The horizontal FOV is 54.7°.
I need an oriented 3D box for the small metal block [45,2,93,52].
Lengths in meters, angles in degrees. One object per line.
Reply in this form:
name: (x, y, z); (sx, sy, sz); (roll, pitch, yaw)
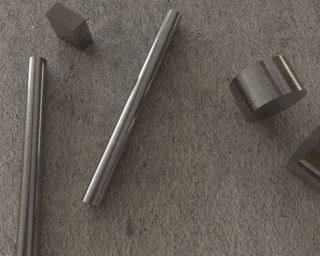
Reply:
small metal block: (-0.129, -0.145, 0.447); (0.050, 0.050, 0.025); (33, 74, 11)

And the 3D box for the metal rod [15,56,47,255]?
metal rod: (-0.161, 0.045, 0.390); (0.025, 0.025, 0.299); (-5, 70, -2)

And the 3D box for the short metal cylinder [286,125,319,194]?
short metal cylinder: (0.197, 0.034, 0.368); (0.050, 0.080, 0.080); (39, 75, 13)

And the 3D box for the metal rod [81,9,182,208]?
metal rod: (-0.031, -0.040, 0.422); (0.025, 0.025, 0.300); (19, 71, 7)

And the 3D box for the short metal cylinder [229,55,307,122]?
short metal cylinder: (0.137, -0.048, 0.398); (0.080, 0.080, 0.050); (-19, 71, -7)
